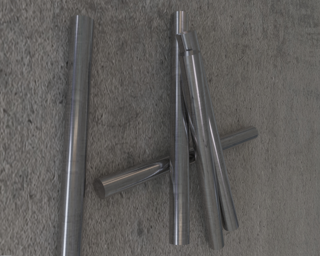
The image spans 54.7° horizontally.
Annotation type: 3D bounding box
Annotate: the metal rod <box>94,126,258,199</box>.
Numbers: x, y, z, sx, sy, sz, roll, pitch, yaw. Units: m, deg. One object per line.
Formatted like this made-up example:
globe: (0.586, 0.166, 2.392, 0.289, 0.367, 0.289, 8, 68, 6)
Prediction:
metal rod: (0.046, 0.038, 0.442, 0.302, 0.025, 0.025, -15, 100, -39)

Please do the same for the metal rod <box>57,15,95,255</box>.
metal rod: (-0.090, 0.032, 0.328, 0.025, 0.025, 0.298, 4, 87, -40)

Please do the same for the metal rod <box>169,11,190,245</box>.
metal rod: (0.025, -0.008, 0.401, 0.025, 0.025, 0.299, 9, 77, -40)

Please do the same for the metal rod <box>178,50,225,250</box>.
metal rod: (0.060, 0.047, 0.416, 0.025, 0.025, 0.298, -31, 122, -36)

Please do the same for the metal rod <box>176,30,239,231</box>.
metal rod: (0.071, 0.018, 0.426, 0.025, 0.025, 0.298, -32, 116, -35)
